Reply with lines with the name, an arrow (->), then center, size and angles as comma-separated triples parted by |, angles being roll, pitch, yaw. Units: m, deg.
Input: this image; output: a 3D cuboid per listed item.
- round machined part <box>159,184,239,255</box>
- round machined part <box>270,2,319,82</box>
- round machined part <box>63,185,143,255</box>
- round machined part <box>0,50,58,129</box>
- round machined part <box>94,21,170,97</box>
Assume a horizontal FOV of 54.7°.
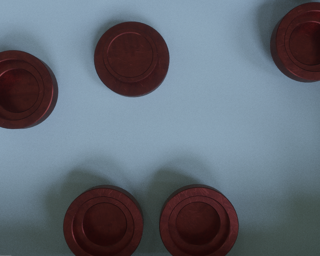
round machined part -> 0.048, 0.121, 0.403 | 0.099, 0.042, 0.097 | 0, 90, 0
round machined part -> 0.192, -0.108, 0.404 | 0.099, 0.042, 0.097 | 0, 90, 0
round machined part -> -0.070, 0.122, 0.402 | 0.099, 0.042, 0.097 | 0, 90, 0
round machined part -> -0.181, -0.047, 0.401 | 0.099, 0.042, 0.097 | 0, 90, 0
round machined part -> -0.037, -0.090, 0.402 | 0.099, 0.042, 0.097 | 0, 90, 0
